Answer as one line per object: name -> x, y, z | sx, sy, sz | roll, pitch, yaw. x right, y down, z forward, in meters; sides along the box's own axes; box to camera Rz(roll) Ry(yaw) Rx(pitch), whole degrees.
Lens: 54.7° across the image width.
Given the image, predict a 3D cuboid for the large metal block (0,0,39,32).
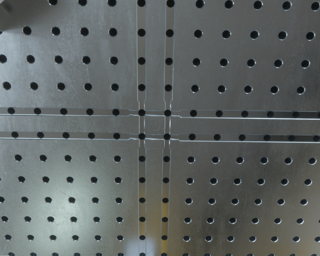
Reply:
large metal block -> -0.177, -0.145, 0.328 | 0.080, 0.080, 0.050 | -34, 107, 11
